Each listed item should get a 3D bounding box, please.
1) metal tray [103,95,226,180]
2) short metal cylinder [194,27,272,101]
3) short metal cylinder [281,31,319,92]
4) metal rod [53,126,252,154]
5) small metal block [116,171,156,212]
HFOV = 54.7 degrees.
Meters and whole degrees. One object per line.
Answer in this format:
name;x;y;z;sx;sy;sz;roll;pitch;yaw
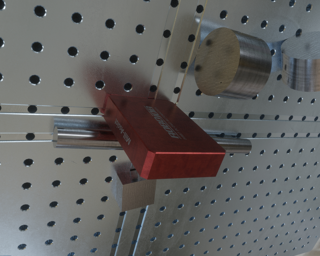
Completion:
metal tray;0.000;0.006;0.347;0.091;0.130;0.030;3;117;-30
short metal cylinder;0.086;-0.076;0.376;0.050;0.080;0.079;5;116;-31
short metal cylinder;0.213;-0.094;0.434;0.080;0.080;0.050;-27;128;-12
metal rod;0.011;0.020;0.429;0.302;0.025;0.025;4;116;-31
small metal block;-0.035;0.089;0.447;0.050;0.025;0.050;-8;122;-24
